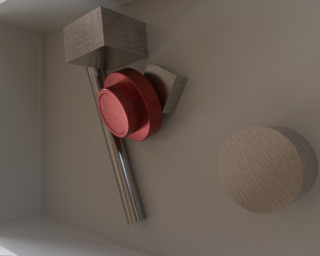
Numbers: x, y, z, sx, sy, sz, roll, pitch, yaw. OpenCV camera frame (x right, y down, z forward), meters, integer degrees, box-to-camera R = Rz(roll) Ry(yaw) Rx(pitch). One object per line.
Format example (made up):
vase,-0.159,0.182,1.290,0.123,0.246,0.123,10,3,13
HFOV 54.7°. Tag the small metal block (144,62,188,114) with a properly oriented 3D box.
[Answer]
small metal block,0.002,-0.052,0.403,0.050,0.025,0.050,33,110,34

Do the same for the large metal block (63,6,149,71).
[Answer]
large metal block,-0.074,-0.119,0.430,0.080,0.081,0.050,-10,84,39

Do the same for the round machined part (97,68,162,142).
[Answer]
round machined part,-0.046,-0.026,0.406,0.098,0.042,0.097,31,136,36

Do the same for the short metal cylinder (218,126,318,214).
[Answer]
short metal cylinder,0.105,0.038,0.303,0.080,0.050,0.079,0,90,39

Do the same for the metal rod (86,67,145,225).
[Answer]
metal rod,-0.076,-0.007,0.466,0.025,0.025,0.299,-28,73,36
